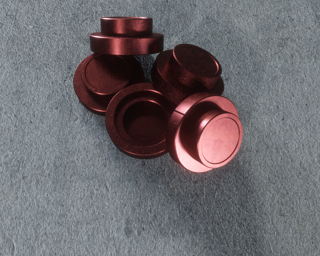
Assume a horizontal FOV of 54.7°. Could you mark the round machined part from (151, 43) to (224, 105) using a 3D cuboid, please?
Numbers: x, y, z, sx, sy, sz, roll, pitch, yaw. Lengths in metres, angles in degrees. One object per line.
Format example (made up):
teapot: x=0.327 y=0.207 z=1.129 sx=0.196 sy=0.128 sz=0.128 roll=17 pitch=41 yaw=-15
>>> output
round machined part: x=0.041 y=-0.073 z=0.404 sx=0.099 sy=0.042 sz=0.098 roll=15 pitch=44 yaw=-15

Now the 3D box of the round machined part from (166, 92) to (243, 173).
round machined part: x=0.059 y=0.009 z=0.368 sx=0.098 sy=0.098 sz=0.042 roll=-41 pitch=35 yaw=-14

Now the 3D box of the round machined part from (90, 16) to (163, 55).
round machined part: x=-0.044 y=-0.126 z=0.415 sx=0.099 sy=0.098 sz=0.042 roll=1 pitch=112 yaw=0

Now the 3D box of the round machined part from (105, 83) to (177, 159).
round machined part: x=-0.019 y=-0.006 z=0.402 sx=0.099 sy=0.042 sz=0.098 roll=0 pitch=70 yaw=-1

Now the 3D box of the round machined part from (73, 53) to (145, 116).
round machined part: x=-0.070 y=-0.068 z=0.425 sx=0.099 sy=0.042 sz=0.098 roll=0 pitch=70 yaw=-1
